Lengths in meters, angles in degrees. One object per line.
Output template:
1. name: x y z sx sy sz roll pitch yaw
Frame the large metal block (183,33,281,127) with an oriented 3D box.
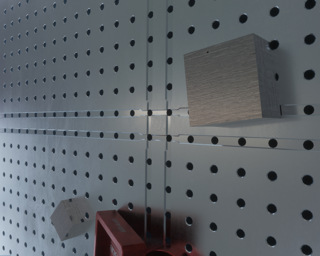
1. large metal block: 0.076 -0.045 0.331 0.080 0.050 0.080 -8 85 39

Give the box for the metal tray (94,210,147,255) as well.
1. metal tray: -0.059 0.176 0.420 0.130 0.030 0.089 -168 81 -64

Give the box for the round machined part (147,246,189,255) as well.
1. round machined part: 0.006 0.205 0.393 0.098 0.042 0.097 0 90 40

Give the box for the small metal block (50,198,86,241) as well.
1. small metal block: -0.163 0.161 0.544 0.050 0.025 0.050 52 120 27
